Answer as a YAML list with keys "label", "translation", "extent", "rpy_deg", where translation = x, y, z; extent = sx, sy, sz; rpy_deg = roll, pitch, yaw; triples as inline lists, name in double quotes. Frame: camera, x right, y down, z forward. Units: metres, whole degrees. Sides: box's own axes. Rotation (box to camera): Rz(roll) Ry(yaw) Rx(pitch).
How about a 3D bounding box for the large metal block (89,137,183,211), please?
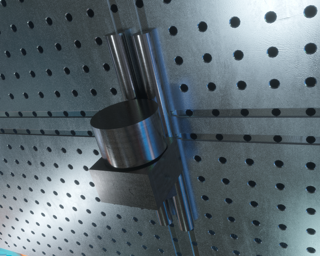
- label: "large metal block"
  translation: [-0.026, 0.052, 0.388]
  extent: [0.080, 0.080, 0.050]
  rpy_deg: [1, 119, 27]

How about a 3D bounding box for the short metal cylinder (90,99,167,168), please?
- label: "short metal cylinder"
  translation: [-0.036, 0.004, 0.368]
  extent: [0.080, 0.080, 0.050]
  rpy_deg: [1, 119, 27]

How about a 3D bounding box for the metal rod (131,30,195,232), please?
- label: "metal rod"
  translation: [0.010, 0.022, 0.419]
  extent: [0.025, 0.025, 0.298]
  rpy_deg: [1, 119, 27]

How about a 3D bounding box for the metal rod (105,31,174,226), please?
- label: "metal rod"
  translation: [-0.022, 0.018, 0.434]
  extent: [0.025, 0.025, 0.298]
  rpy_deg: [1, 119, 27]

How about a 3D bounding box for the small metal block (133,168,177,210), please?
- label: "small metal block"
  translation: [-0.011, 0.077, 0.418]
  extent: [0.050, 0.050, 0.025]
  rpy_deg: [-19, 116, -13]
